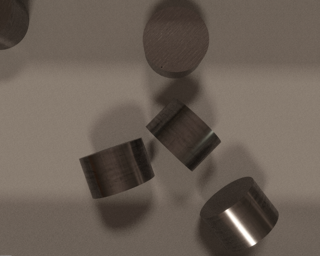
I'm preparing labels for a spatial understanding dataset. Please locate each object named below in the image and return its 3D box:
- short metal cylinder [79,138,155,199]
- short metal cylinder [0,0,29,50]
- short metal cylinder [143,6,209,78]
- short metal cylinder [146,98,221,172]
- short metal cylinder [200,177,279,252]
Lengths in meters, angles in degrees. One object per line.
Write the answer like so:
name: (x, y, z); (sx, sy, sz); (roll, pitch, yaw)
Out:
short metal cylinder: (-0.053, 0.048, 0.383); (0.080, 0.080, 0.050); (-19, 90, 0)
short metal cylinder: (-0.218, -0.146, 0.396); (0.081, 0.050, 0.079); (0, 90, -1)
short metal cylinder: (0.019, -0.107, 0.399); (0.081, 0.050, 0.079); (0, 90, -1)
short metal cylinder: (0.029, 0.008, 0.384); (0.080, 0.080, 0.050); (44, 90, -1)
short metal cylinder: (0.097, 0.105, 0.385); (0.080, 0.080, 0.050); (-37, 90, 0)
